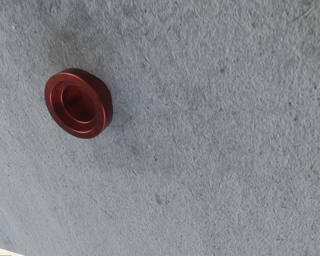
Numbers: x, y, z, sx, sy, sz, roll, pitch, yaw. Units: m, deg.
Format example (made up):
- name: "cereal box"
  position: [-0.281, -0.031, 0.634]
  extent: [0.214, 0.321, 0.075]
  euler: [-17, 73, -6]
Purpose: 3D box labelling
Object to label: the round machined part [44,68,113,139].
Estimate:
- name: "round machined part"
  position: [-0.107, -0.037, 0.429]
  extent: [0.098, 0.042, 0.097]
  euler: [13, 124, 21]
